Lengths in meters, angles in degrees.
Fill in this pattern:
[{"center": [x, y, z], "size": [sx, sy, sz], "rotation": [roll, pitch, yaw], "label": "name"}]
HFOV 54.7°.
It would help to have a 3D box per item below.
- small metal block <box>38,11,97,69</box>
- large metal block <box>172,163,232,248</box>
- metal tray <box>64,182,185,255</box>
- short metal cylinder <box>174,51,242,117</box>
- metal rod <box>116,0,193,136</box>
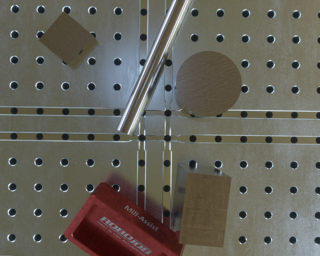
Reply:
[{"center": [-0.121, -0.116, 0.412], "size": [0.050, 0.025, 0.050], "rotation": [40, 90, -1], "label": "small metal block"}, {"center": [0.048, 0.091, 0.385], "size": [0.050, 0.080, 0.080], "rotation": [7, 90, -4], "label": "large metal block"}, {"center": [-0.046, 0.139, 0.391], "size": [0.130, 0.030, 0.089], "rotation": [36, 118, -1], "label": "metal tray"}, {"center": [0.059, -0.054, 0.402], "size": [0.081, 0.050, 0.079], "rotation": [0, 90, -1], "label": "short metal cylinder"}, {"center": [0.013, -0.131, 0.413], "size": [0.025, 0.025, 0.299], "rotation": [24, 90, -1], "label": "metal rod"}]
